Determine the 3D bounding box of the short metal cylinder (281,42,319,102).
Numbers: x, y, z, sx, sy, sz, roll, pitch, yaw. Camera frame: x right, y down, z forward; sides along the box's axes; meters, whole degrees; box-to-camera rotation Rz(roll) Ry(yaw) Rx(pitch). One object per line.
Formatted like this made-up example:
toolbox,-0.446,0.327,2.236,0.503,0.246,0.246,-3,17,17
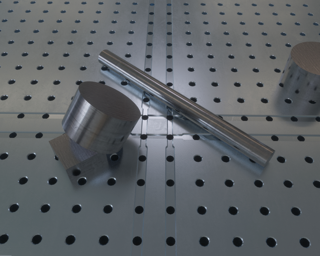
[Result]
short metal cylinder,0.230,-0.085,0.465,0.081,0.050,0.080,0,50,0

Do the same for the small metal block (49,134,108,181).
small metal block,-0.101,0.029,0.383,0.050,0.025,0.050,-28,56,-22

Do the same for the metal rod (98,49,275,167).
metal rod,0.021,-0.039,0.440,0.300,0.025,0.025,34,58,25

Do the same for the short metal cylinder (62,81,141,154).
short metal cylinder,-0.071,-0.013,0.377,0.080,0.050,0.080,27,23,-13
